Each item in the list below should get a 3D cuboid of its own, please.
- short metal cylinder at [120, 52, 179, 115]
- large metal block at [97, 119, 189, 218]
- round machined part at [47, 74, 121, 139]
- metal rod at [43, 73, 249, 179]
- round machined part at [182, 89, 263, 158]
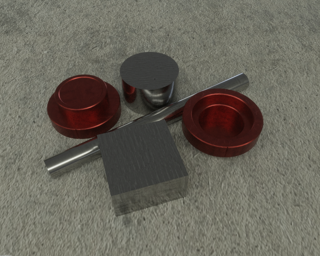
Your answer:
[{"bbox_3d":[-0.014,-0.064,0.441,0.081,0.050,0.080,0,50,0],"label":"short metal cylinder"},{"bbox_3d":[-0.021,0.044,0.352,0.081,0.050,0.080,-13,51,-11],"label":"large metal block"},{"bbox_3d":[-0.104,-0.036,0.422,0.099,0.042,0.098,0,50,0],"label":"round machined part"},{"bbox_3d":[-0.003,-0.011,0.415,0.302,0.025,0.025,-25,55,-20],"label":"metal rod"},{"bbox_3d":[0.077,-0.002,0.395,0.099,0.042,0.098,0,50,0],"label":"round machined part"}]
